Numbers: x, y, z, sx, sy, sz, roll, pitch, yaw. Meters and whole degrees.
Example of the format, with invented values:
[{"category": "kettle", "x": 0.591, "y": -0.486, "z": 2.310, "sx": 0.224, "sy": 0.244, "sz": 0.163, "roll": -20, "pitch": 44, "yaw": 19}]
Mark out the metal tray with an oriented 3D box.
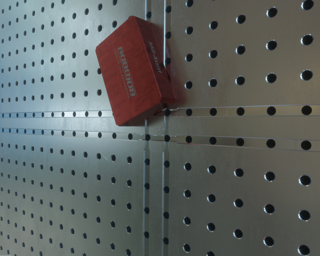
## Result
[{"category": "metal tray", "x": -0.038, "y": -0.077, "z": 0.436, "sx": 0.090, "sy": 0.030, "sz": 0.129, "roll": -28, "pitch": 73, "yaw": 36}]
